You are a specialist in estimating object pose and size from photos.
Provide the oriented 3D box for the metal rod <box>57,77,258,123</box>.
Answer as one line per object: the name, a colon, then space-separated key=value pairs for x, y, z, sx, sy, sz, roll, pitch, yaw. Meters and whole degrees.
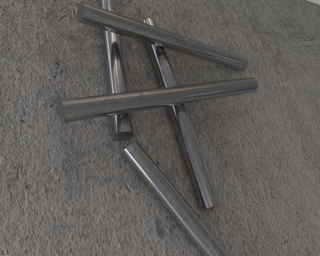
metal rod: x=0.021 y=-0.042 z=0.406 sx=0.303 sy=0.025 sz=0.025 roll=-12 pitch=68 yaw=-33

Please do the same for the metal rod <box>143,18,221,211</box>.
metal rod: x=0.022 y=-0.034 z=0.436 sx=0.025 sy=0.025 sz=0.299 roll=-3 pitch=63 yaw=-30

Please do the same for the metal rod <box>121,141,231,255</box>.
metal rod: x=0.058 y=0.138 z=0.350 sx=0.025 sy=0.025 sz=0.300 roll=-34 pitch=81 yaw=-38

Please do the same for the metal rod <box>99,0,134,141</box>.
metal rod: x=-0.068 y=-0.121 z=0.440 sx=0.025 sy=0.025 sz=0.299 roll=4 pitch=60 yaw=-26

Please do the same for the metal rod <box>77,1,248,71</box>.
metal rod: x=0.025 y=-0.128 z=0.465 sx=0.302 sy=0.025 sz=0.025 roll=6 pitch=59 yaw=-35
